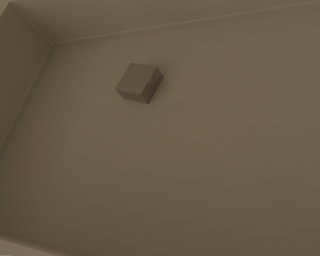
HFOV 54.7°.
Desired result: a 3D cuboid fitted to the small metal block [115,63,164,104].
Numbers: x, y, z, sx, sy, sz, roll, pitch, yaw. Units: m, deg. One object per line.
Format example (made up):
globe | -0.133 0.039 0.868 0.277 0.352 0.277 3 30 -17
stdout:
small metal block | -0.031 -0.067 0.462 0.050 0.025 0.050 16 70 34
